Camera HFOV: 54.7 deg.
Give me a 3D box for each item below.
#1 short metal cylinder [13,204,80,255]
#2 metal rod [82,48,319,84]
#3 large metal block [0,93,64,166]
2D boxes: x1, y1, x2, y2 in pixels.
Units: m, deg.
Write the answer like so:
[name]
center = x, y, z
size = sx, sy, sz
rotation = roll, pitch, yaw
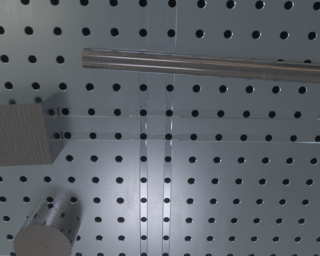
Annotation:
[short metal cylinder]
center = -0.165, 0.160, 0.457
size = 0.081, 0.050, 0.079
rotation = 0, 110, 0
[metal rod]
center = 0.058, -0.077, 0.385
size = 0.302, 0.025, 0.025
rotation = 3, 110, -2
[large metal block]
center = -0.178, 0.001, 0.399
size = 0.081, 0.050, 0.079
rotation = -2, 110, 0
